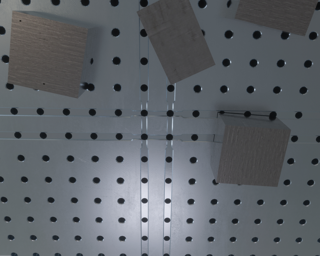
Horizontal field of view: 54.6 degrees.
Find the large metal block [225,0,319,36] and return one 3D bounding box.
[{"bbox_3d":[0.128,-0.153,0.344,0.080,0.050,0.079,12,110,-5],"label":"large metal block"}]

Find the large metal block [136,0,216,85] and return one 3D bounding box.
[{"bbox_3d":[0.017,-0.103,0.346,0.050,0.080,0.080,-24,108,8],"label":"large metal block"}]

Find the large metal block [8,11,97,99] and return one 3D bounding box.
[{"bbox_3d":[-0.126,-0.088,0.367,0.080,0.050,0.079,12,110,-5],"label":"large metal block"}]

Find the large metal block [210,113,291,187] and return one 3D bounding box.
[{"bbox_3d":[0.116,0.028,0.411,0.080,0.050,0.079,4,110,-2],"label":"large metal block"}]
